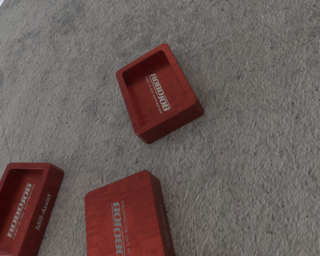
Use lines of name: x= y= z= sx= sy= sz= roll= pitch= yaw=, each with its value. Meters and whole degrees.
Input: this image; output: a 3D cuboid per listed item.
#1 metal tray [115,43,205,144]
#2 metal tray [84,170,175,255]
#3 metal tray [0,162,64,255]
metal tray: x=-0.005 y=-0.052 z=0.434 sx=0.090 sy=0.030 sz=0.130 roll=-29 pitch=52 yaw=9
metal tray: x=-0.035 y=0.122 z=0.344 sx=0.090 sy=0.030 sz=0.130 roll=-23 pitch=53 yaw=14
metal tray: x=-0.196 y=0.114 z=0.433 sx=0.090 sy=0.030 sz=0.130 roll=-3 pitch=60 yaw=26
